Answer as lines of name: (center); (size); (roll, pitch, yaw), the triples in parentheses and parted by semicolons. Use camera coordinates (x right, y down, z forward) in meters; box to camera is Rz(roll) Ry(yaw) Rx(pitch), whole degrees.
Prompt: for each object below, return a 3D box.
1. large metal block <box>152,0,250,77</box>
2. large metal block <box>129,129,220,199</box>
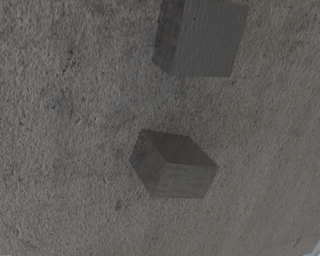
large metal block: (0.043, -0.104, 0.350); (0.081, 0.050, 0.079); (-4, 120, -27)
large metal block: (0.016, 0.047, 0.409); (0.081, 0.080, 0.050); (9, 114, -32)
